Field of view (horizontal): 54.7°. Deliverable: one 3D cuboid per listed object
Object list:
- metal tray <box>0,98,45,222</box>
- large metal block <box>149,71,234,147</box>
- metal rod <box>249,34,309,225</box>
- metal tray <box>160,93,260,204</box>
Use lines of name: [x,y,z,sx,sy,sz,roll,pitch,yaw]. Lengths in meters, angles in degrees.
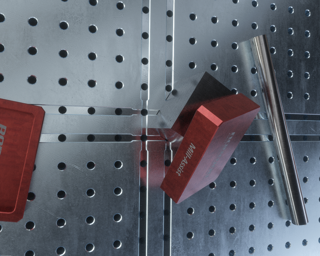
metal tray: [-0.186,0.032,0.341,0.091,0.030,0.129,12,86,-20]
large metal block: [0.039,-0.020,0.398,0.050,0.080,0.080,35,79,-17]
metal rod: [0.186,0.006,0.481,0.025,0.025,0.298,-17,96,-19]
metal tray: [0.059,0.025,0.373,0.091,0.030,0.129,-19,142,-44]
